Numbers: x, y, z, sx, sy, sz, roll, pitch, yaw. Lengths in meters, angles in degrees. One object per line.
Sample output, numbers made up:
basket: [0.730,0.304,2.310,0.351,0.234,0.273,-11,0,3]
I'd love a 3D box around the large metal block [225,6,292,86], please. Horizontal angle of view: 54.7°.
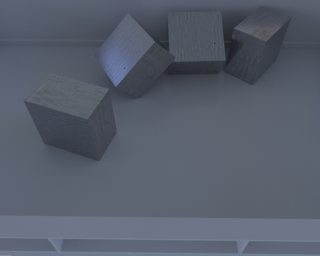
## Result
large metal block: [0.149,-0.127,0.477,0.050,0.080,0.080,32,57,24]

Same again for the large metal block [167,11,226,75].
large metal block: [0.053,-0.129,0.477,0.081,0.050,0.080,-2,78,-2]

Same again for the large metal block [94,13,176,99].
large metal block: [-0.038,-0.104,0.450,0.080,0.050,0.080,-47,55,15]

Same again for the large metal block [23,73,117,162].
large metal block: [-0.104,-0.012,0.379,0.080,0.080,0.050,16,52,13]
